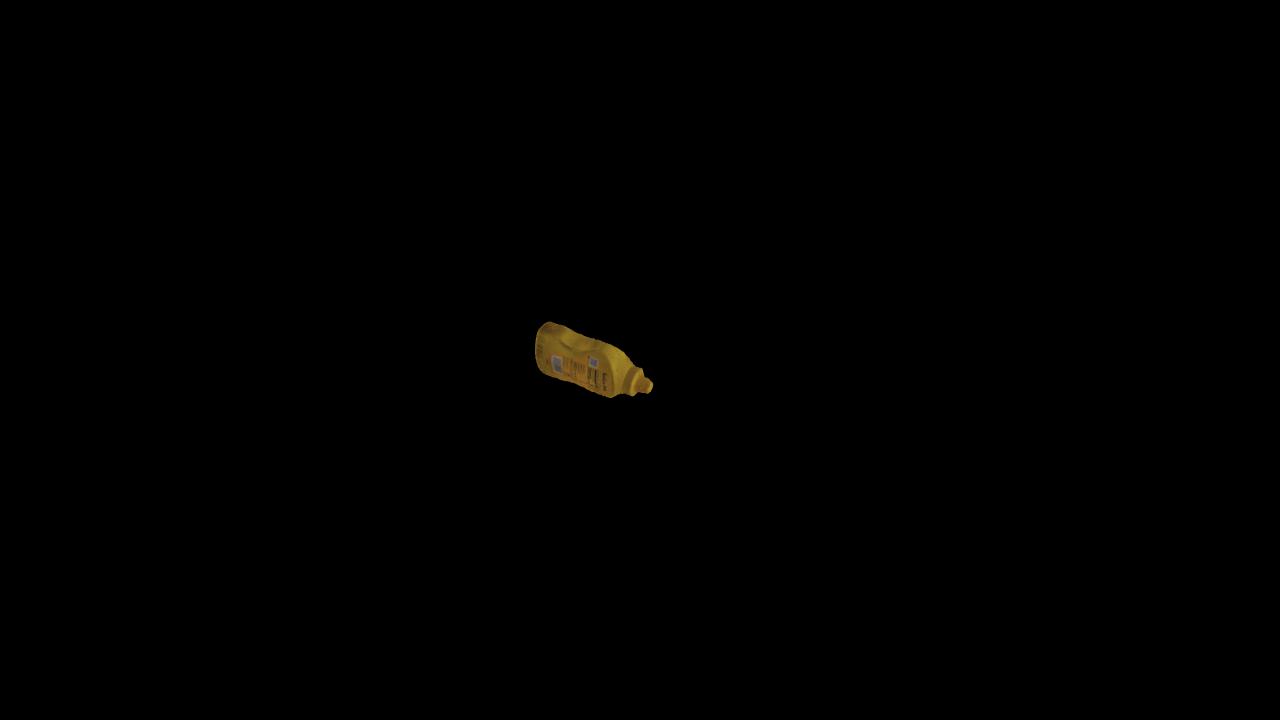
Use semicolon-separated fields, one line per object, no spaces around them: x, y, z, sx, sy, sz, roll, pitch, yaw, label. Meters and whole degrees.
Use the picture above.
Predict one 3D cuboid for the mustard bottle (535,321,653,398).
-0.064;0.011;0.895;0.184;0.092;0.054;20;39;21;mustard bottle
